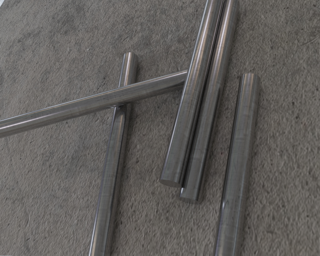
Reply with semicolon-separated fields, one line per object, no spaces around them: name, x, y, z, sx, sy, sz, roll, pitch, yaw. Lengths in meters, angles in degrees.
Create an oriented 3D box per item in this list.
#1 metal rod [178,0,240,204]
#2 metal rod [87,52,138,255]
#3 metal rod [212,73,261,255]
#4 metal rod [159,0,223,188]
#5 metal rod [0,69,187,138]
metal rod;0.069;-0.052;0.399;0.025;0.025;0.300;2;62;29
metal rod;-0.058;0.017;0.424;0.025;0.025;0.299;-9;58;23
metal rod;0.076;0.072;0.319;0.025;0.025;0.300;1;62;28
metal rod;0.047;-0.070;0.398;0.025;0.025;0.300;1;61;29
metal rod;-0.100;-0.031;0.430;0.302;0.025;0.025;-15;54;2
